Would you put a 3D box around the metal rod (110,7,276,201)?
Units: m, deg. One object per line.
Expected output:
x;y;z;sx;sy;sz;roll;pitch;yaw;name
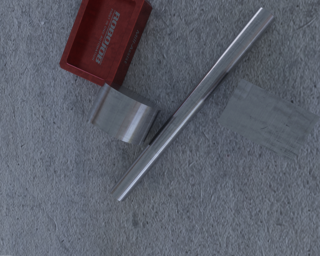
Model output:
0.034;-0.021;0.396;0.025;0.025;0.299;42;103;15;metal rod

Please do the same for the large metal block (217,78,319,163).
0.117;-0.008;0.338;0.080;0.080;0.050;31;100;17;large metal block

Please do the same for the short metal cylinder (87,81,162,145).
-0.045;-0.020;0.395;0.080;0.080;0.050;31;100;17;short metal cylinder

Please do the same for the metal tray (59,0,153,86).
-0.077;-0.128;0.433;0.090;0.030;0.129;26;98;18;metal tray
